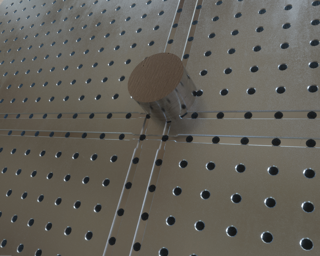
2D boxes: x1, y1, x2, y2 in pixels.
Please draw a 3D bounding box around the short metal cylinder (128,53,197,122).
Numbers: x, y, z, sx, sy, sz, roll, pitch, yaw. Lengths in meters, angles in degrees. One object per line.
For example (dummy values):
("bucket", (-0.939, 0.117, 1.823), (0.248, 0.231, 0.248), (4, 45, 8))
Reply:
("short metal cylinder", (0.004, -0.055, 0.423), (0.080, 0.050, 0.080), (-13, 56, 20))
